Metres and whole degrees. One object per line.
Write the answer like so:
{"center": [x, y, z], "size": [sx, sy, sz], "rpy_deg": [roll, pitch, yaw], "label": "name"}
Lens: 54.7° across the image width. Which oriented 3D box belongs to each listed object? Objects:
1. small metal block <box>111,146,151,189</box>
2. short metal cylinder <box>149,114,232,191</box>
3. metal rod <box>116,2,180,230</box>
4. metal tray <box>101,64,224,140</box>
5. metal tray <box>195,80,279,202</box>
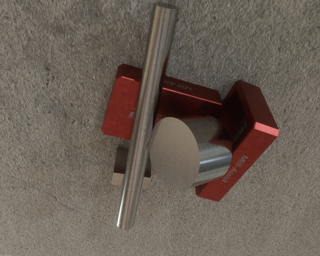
{"center": [-0.040, 0.056, 0.439], "size": [0.050, 0.050, 0.025], "rpy_deg": [10, 129, -9], "label": "small metal block"}
{"center": [0.032, 0.025, 0.347], "size": [0.050, 0.080, 0.079], "rpy_deg": [-7, 140, -39], "label": "short metal cylinder"}
{"center": [-0.022, 0.010, 0.366], "size": [0.025, 0.025, 0.298], "rpy_deg": [8, 121, -7], "label": "metal rod"}
{"center": [0.001, -0.019, 0.388], "size": [0.131, 0.030, 0.089], "rpy_deg": [14, 129, -12], "label": "metal tray"}
{"center": [0.084, 0.018, 0.382], "size": [0.030, 0.090, 0.129], "rpy_deg": [18, 128, -15], "label": "metal tray"}
